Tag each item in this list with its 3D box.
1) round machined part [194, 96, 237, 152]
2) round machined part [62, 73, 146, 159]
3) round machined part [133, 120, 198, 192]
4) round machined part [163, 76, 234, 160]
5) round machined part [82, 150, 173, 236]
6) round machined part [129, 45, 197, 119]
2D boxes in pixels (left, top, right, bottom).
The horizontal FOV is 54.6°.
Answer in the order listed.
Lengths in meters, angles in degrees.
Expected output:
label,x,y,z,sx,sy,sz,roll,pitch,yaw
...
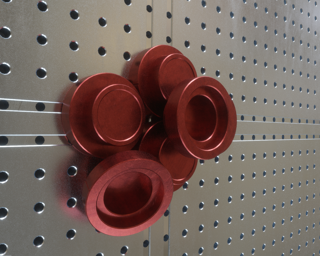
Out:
label,x,y,z,sx,sy,sz,roll,pitch,yaw
round machined part,0.065,-0.011,0.450,0.099,0.042,0.097,0,90,-40
round machined part,-0.055,-0.014,0.351,0.099,0.042,0.097,0,90,-40
round machined part,0.012,0.038,0.406,0.099,0.042,0.097,0,90,-40
round machined part,0.043,-0.012,0.377,0.099,0.042,0.097,0,90,-40
round machined part,-0.038,0.068,0.348,0.099,0.042,0.097,-10,116,-21
round machined part,0.012,-0.060,0.407,0.099,0.042,0.097,0,90,-40
